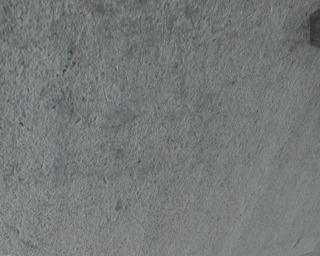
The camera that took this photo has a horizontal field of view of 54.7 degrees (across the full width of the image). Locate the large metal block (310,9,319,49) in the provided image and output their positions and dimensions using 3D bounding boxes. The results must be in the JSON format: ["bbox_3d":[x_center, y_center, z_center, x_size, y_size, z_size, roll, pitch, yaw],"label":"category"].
[{"bbox_3d":[0.272,-0.144,0.430,0.080,0.080,0.050,-31,129,-8],"label":"large metal block"}]
